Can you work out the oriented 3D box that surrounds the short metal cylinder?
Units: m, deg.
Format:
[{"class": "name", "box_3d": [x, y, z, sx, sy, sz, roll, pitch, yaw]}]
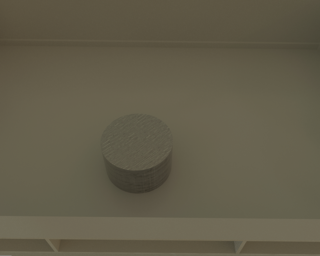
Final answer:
[{"class": "short metal cylinder", "box_3d": [-0.026, 0.029, 0.364, 0.081, 0.050, 0.080, 0, 50, 0]}]
